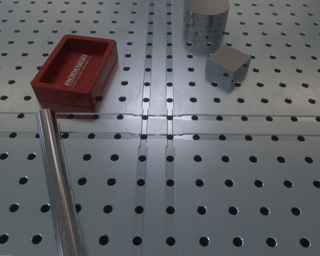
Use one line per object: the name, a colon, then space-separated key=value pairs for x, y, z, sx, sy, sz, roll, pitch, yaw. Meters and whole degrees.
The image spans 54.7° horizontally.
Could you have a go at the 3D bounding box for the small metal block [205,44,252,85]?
small metal block: x=0.109 y=-0.102 z=0.495 sx=0.050 sy=0.025 sz=0.050 roll=35 pitch=58 yaw=25

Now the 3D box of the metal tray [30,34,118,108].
metal tray: x=-0.127 y=-0.092 z=0.480 sx=0.090 sy=0.030 sz=0.130 roll=9 pitch=50 yaw=7

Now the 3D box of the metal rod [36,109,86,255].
metal rod: x=-0.102 y=0.091 z=0.330 sx=0.025 sy=0.025 sz=0.300 roll=-16 pitch=52 yaw=-13

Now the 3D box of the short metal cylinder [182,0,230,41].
short metal cylinder: x=0.083 y=-0.204 z=0.563 sx=0.081 sy=0.050 sz=0.080 roll=0 pitch=50 yaw=0
